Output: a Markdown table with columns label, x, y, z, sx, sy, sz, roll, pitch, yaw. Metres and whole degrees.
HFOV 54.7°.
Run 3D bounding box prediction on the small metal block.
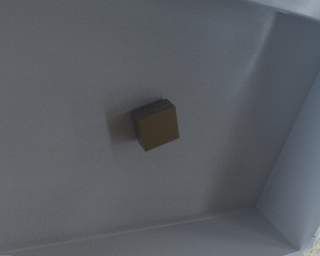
| label | x | y | z | sx | sy | sz | roll | pitch | yaw |
| --- | --- | --- | --- | --- | --- | --- | --- | --- | --- |
| small metal block | -0.005 | -0.004 | 0.400 | 0.050 | 0.025 | 0.050 | -21 | 127 | -16 |
